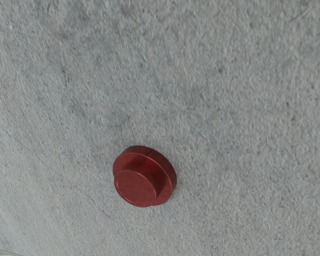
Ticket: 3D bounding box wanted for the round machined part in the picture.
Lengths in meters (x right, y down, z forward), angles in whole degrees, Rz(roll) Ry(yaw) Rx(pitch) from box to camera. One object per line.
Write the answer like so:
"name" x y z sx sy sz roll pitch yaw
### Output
"round machined part" -0.028 0.078 0.457 0.098 0.042 0.097 13 124 20
